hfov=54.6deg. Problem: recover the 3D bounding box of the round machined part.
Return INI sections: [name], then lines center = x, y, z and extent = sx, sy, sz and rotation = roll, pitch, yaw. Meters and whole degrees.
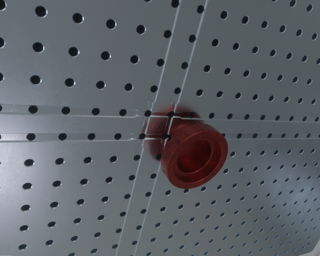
[round machined part]
center = 0.045, 0.036, 0.446
extent = 0.099, 0.042, 0.097
rotation = -14, 124, -21
